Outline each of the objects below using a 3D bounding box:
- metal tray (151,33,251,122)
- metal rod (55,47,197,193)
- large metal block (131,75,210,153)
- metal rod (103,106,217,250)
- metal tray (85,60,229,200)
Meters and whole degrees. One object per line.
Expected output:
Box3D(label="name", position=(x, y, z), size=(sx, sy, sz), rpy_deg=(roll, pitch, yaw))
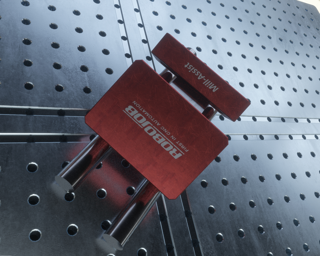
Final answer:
Box3D(label="metal tray", position=(0.051, -0.064, 0.406), size=(0.130, 0.030, 0.090), rpy_deg=(40, 7, -2))
Box3D(label="metal rod", position=(-0.025, -0.032, 0.416), size=(0.025, 0.025, 0.301), rpy_deg=(40, 51, -1))
Box3D(label="large metal block", position=(0.018, -0.021, 0.396), size=(0.050, 0.080, 0.080), rpy_deg=(41, 51, -1))
Box3D(label="metal rod", position=(0.028, 0.027, 0.409), size=(0.025, 0.025, 0.301), rpy_deg=(41, 51, -1))
Box3D(label="metal tray", position=(-0.004, 0.002, 0.337), size=(0.130, 0.030, 0.090), rpy_deg=(43, 94, 0))
